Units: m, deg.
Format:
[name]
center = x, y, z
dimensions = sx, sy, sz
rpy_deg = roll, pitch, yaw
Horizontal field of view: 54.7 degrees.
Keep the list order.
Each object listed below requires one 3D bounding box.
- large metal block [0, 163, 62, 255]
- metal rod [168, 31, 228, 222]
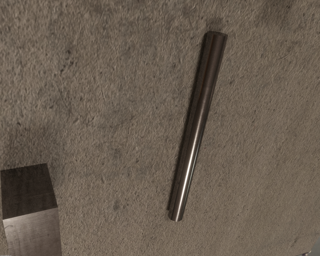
[large metal block]
center = -0.147, 0.099, 0.353
dimensions = 0.050, 0.080, 0.079
rpy_deg = -8, 122, -25
[metal rod]
center = 0.048, 0.016, 0.444
dimensions = 0.025, 0.025, 0.298
rpy_deg = -5, 121, -26
